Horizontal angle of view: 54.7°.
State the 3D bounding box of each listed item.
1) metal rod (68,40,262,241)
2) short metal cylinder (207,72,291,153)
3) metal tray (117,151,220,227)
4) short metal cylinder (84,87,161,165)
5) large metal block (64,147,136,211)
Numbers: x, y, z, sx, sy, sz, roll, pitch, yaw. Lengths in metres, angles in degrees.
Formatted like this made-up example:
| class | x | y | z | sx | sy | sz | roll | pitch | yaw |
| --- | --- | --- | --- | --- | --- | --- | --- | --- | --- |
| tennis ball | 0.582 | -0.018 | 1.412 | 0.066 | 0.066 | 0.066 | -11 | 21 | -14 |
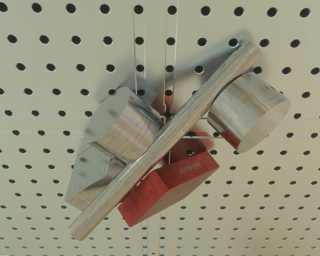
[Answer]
| class | x | y | z | sx | sy | sz | roll | pitch | yaw |
| --- | --- | --- | --- | --- | --- | --- | --- | --- | --- |
| metal rod | 0.000 | 0.020 | 0.358 | 0.299 | 0.025 | 0.025 | -47 | 119 | 7 |
| short metal cylinder | 0.101 | -0.017 | 0.356 | 0.080 | 0.050 | 0.080 | -32 | 152 | -19 |
| metal tray | 0.015 | 0.080 | 0.425 | 0.131 | 0.030 | 0.090 | -11 | 148 | -51 |
| short metal cylinder | -0.045 | -0.003 | 0.372 | 0.080 | 0.080 | 0.050 | -36 | 122 | 26 |
| large metal block | -0.077 | 0.064 | 0.428 | 0.080 | 0.080 | 0.050 | -32 | 123 | 24 |
